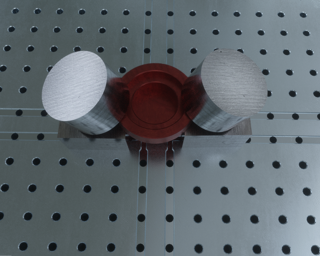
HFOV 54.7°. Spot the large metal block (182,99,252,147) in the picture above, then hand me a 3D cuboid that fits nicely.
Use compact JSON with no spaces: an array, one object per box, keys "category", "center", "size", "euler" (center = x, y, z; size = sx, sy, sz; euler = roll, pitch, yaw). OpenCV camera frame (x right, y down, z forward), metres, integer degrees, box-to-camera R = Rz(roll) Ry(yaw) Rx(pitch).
[{"category":"large metal block","center":[0.069,-0.020,0.406],"size":[0.081,0.050,0.080],"euler":[-1,70,-1]}]

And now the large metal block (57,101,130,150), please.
[{"category":"large metal block","center":[-0.081,-0.017,0.404],"size":[0.080,0.050,0.080],"euler":[1,70,0]}]

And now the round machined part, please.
[{"category":"round machined part","center":[-0.006,-0.027,0.381],"size":[0.099,0.042,0.098],"euler":[0,70,0]}]

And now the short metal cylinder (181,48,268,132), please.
[{"category":"short metal cylinder","center":[0.071,-0.041,0.347],"size":[0.081,0.050,0.080],"euler":[7,68,-19]}]

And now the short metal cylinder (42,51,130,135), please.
[{"category":"short metal cylinder","center":[-0.081,-0.038,0.345],"size":[0.080,0.050,0.080],"euler":[-7,70,20]}]
